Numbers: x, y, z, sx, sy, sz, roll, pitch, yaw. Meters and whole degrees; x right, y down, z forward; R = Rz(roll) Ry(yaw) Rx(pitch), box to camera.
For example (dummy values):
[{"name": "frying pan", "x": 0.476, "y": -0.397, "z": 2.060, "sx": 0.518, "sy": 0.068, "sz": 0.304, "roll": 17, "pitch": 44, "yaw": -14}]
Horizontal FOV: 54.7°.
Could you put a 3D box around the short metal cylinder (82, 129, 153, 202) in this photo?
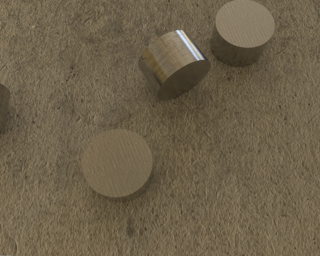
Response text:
[{"name": "short metal cylinder", "x": -0.048, "y": 0.047, "z": 0.377, "sx": 0.081, "sy": 0.050, "sz": 0.080, "roll": 0, "pitch": 70, "yaw": 0}]

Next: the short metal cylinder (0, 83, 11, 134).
[{"name": "short metal cylinder", "x": -0.235, "y": -0.027, "z": 0.387, "sx": 0.081, "sy": 0.080, "sz": 0.050, "roll": -1, "pitch": 70, "yaw": 0}]

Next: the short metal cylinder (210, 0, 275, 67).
[{"name": "short metal cylinder", "x": 0.116, "y": -0.135, "z": 0.445, "sx": 0.081, "sy": 0.050, "sz": 0.080, "roll": 0, "pitch": 70, "yaw": 0}]

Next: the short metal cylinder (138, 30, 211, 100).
[{"name": "short metal cylinder", "x": 0.019, "y": -0.081, "z": 0.408, "sx": 0.080, "sy": 0.080, "sz": 0.050, "roll": -29, "pitch": 73, "yaw": -10}]
